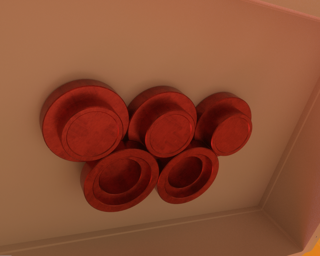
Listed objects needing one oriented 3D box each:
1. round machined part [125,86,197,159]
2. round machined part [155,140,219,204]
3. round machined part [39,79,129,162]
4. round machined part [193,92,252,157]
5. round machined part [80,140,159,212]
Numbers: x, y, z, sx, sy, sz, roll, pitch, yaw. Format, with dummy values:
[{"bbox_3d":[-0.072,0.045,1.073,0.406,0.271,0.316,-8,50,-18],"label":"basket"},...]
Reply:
[{"bbox_3d":[0.005,-0.001,0.397,0.099,0.042,0.097,-13,123,-21],"label":"round machined part"},{"bbox_3d":[0.032,0.059,0.449,0.099,0.042,0.097,-14,124,-21],"label":"round machined part"},{"bbox_3d":[-0.081,-0.002,0.349,0.099,0.042,0.097,-14,124,-22],"label":"round machined part"},{"bbox_3d":[0.092,0.001,0.445,0.099,0.042,0.097,-13,123,-21],"label":"round machined part"},{"bbox_3d":[-0.054,0.057,0.401,0.099,0.042,0.097,-14,124,-21],"label":"round machined part"}]
